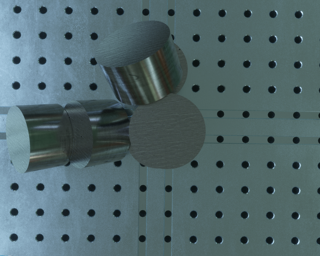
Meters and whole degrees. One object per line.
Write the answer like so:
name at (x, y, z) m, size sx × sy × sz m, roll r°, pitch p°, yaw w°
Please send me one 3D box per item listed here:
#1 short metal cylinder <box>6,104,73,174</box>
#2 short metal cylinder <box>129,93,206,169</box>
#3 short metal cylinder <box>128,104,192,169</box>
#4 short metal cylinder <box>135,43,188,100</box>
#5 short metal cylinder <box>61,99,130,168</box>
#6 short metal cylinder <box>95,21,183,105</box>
short metal cylinder at (-0.148, 0.011, 0.378) m, size 0.050 × 0.080 × 0.080 m, roll -8°, pitch 90°, yaw -42°
short metal cylinder at (0.008, 0.003, 0.349) m, size 0.081 × 0.050 × 0.079 m, roll 0°, pitch 90°, yaw 0°
short metal cylinder at (-0.002, 0.009, 0.400) m, size 0.081 × 0.050 × 0.079 m, roll 0°, pitch 90°, yaw 0°
short metal cylinder at (-0.006, -0.071, 0.400) m, size 0.081 × 0.050 × 0.079 m, roll 0°, pitch 90°, yaw 0°
short metal cylinder at (-0.080, 0.005, 0.378) m, size 0.050 × 0.080 × 0.080 m, roll -7°, pitch 90°, yaw -42°
short metal cylinder at (-0.021, -0.070, 0.329) m, size 0.080 × 0.080 × 0.050 m, roll -24°, pitch 133°, yaw 0°
